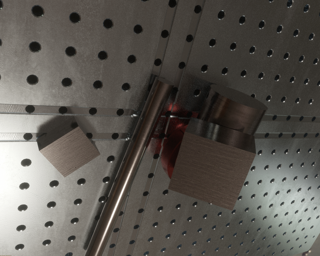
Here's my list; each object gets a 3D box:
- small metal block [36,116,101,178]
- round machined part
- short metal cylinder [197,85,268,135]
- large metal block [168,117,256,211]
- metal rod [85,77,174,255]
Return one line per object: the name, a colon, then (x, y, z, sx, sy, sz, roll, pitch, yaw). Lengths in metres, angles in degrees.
small metal block: (-0.108, 0.023, 0.367, 0.050, 0.025, 0.050, -33, 129, -7)
round machined part: (0.046, 0.033, 0.448, 0.099, 0.042, 0.097, -14, 124, -21)
short metal cylinder: (0.096, -0.020, 0.418, 0.081, 0.080, 0.050, 7, 115, -32)
large metal block: (0.063, 0.042, 0.377, 0.080, 0.050, 0.079, 18, 115, 7)
metal rod: (-0.049, 0.071, 0.429, 0.025, 0.025, 0.298, 10, 113, -33)
